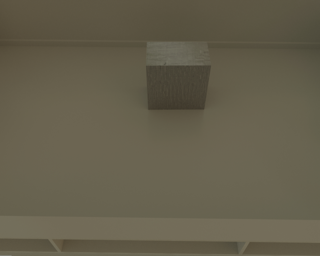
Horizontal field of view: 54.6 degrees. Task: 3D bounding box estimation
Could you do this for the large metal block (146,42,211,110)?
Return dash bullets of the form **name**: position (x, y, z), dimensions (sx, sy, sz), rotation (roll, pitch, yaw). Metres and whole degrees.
- **large metal block**: position (0.023, -0.071, 0.429), dimensions (0.080, 0.080, 0.050), rotation (0, 50, 0)
